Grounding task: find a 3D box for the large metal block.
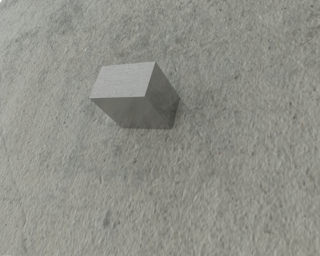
[{"bbox_3d":[-0.030,-0.039,0.407,0.080,0.080,0.050,1,63,28],"label":"large metal block"}]
